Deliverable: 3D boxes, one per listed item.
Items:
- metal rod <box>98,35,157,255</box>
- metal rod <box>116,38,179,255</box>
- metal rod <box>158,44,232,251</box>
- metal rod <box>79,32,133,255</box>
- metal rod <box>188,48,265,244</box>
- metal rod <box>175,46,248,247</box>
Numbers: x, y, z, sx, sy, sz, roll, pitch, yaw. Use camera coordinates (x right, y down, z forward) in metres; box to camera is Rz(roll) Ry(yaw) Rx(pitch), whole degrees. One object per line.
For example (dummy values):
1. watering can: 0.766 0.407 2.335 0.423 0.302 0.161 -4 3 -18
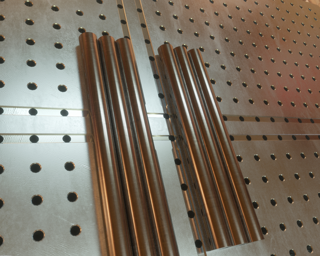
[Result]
1. metal rod: -0.045 0.009 0.377 0.025 0.025 0.299 1 61 -28
2. metal rod: -0.023 0.009 0.389 0.025 0.025 0.299 1 61 -28
3. metal rod: 0.040 0.008 0.423 0.025 0.025 0.299 1 61 -28
4. metal rod: -0.068 0.008 0.366 0.025 0.025 0.299 1 61 -28
5. metal rod: 0.086 0.009 0.447 0.025 0.025 0.299 1 61 -28
6. metal rod: 0.062 0.009 0.435 0.025 0.025 0.299 1 61 -28
